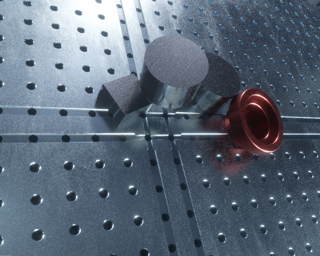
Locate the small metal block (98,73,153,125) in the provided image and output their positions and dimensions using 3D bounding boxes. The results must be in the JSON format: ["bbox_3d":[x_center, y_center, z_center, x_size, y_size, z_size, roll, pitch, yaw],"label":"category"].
[{"bbox_3d":[-0.044,-0.039,0.408,0.050,0.025,0.050,-27,77,-37],"label":"small metal block"}]

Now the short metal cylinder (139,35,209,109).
[{"bbox_3d":[0.016,-0.072,0.401,0.081,0.050,0.080,5,63,-10],"label":"short metal cylinder"}]

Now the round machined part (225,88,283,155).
[{"bbox_3d":[0.137,-0.007,0.465,0.099,0.042,0.098,13,67,-32],"label":"round machined part"}]

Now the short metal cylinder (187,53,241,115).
[{"bbox_3d":[0.074,-0.067,0.472,0.081,0.050,0.080,14,56,-21],"label":"short metal cylinder"}]
